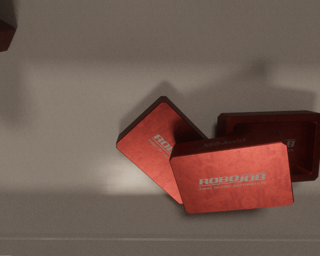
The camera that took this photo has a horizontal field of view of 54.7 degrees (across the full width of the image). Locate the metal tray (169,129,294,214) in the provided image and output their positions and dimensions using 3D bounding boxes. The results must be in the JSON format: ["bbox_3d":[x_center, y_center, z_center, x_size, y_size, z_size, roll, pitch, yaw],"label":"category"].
[{"bbox_3d":[0.086,0.055,0.374,0.130,0.030,0.089,-9,116,16],"label":"metal tray"}]

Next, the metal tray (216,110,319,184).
[{"bbox_3d":[0.141,0.025,0.400,0.131,0.030,0.089,-2,101,-10],"label":"metal tray"}]

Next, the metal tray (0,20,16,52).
[{"bbox_3d":[-0.219,-0.108,0.312,0.090,0.130,0.030,29,107,-10],"label":"metal tray"}]

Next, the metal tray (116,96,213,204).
[{"bbox_3d":[0.018,0.032,0.421,0.090,0.030,0.130,-42,105,13],"label":"metal tray"}]
